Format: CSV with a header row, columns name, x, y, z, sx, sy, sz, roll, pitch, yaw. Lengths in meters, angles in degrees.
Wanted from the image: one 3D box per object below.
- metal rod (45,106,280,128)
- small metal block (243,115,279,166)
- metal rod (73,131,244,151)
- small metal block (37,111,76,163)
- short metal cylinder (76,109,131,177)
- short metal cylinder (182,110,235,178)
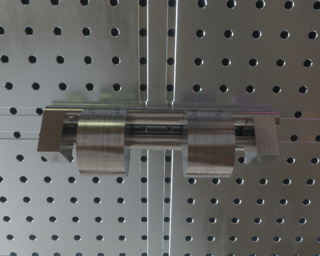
name,x,y,z,sx,sy,sz,roll,pitch,yaw
metal rod,0.003,-0.015,0.408,0.302,0.025,0.025,1,110,-1
small metal block,0.123,0.016,0.383,0.025,0.050,0.050,1,69,0
metal rod,0.000,0.018,0.420,0.302,0.025,0.025,1,110,-1
small metal block,-0.125,0.013,0.380,0.025,0.050,0.050,1,68,0
short metal cylinder,-0.063,0.017,0.366,0.050,0.080,0.079,1,110,0
short metal cylinder,0.055,0.019,0.368,0.050,0.080,0.079,1,110,0
